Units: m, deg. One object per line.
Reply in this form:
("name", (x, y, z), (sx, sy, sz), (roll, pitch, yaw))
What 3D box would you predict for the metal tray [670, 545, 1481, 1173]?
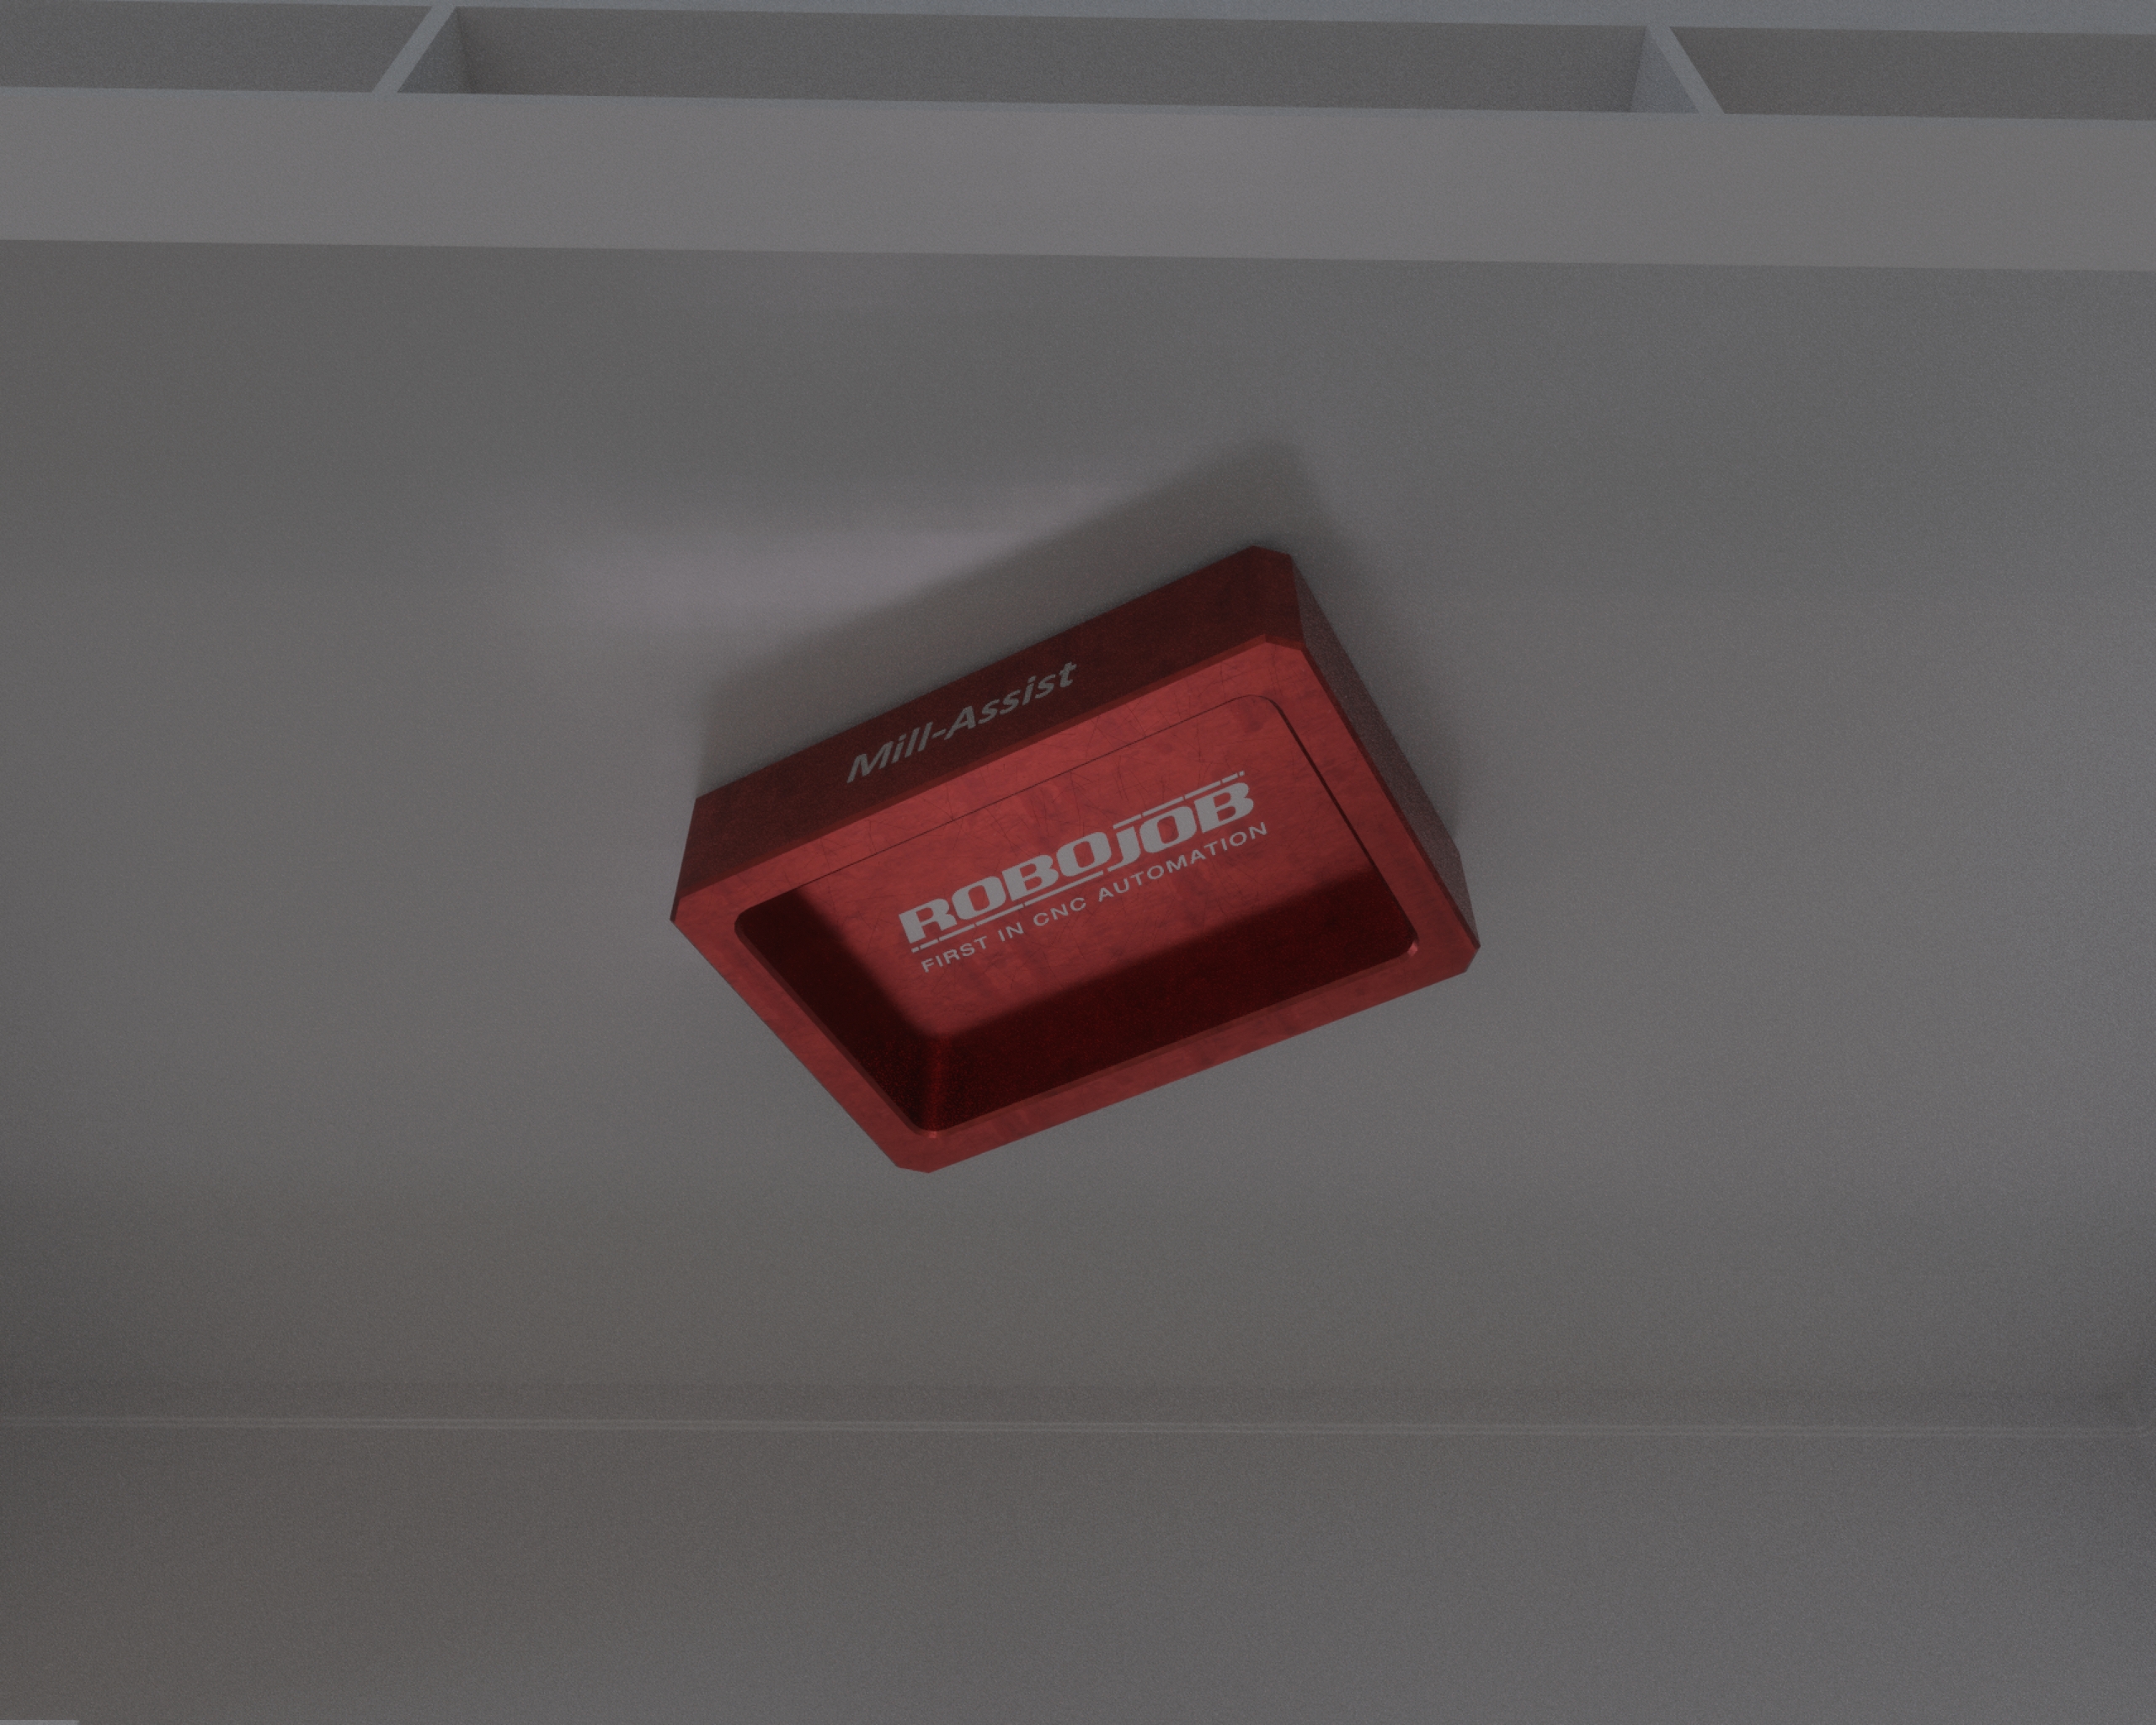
("metal tray", (0.000, 0.004, 0.405), (0.130, 0.030, 0.090), (-23, 127, 17))
